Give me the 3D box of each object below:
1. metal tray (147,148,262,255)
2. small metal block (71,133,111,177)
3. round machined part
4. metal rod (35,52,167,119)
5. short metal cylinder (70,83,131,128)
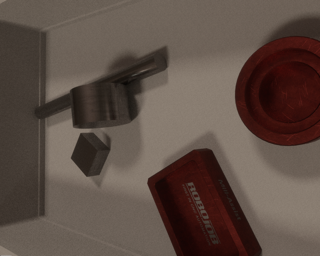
[{"bbox_3d":[0.046,0.100,0.363,0.090,0.030,0.130,-37,68,33],"label":"metal tray"},{"bbox_3d":[-0.112,0.042,0.497,0.050,0.025,0.050,39,114,32],"label":"small metal block"},{"bbox_3d":[0.125,-0.033,0.292,0.098,0.042,0.097,0,90,39],"label":"round machined part"},{"bbox_3d":[-0.113,-0.058,0.497,0.300,0.025,0.025,-14,81,38],"label":"metal rod"},{"bbox_3d":[-0.084,-0.029,0.438,0.080,0.081,0.050,-11,83,39],"label":"short metal cylinder"}]
